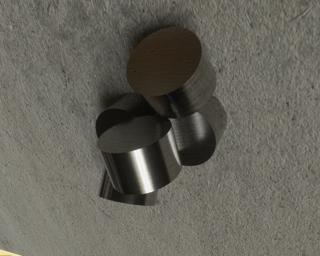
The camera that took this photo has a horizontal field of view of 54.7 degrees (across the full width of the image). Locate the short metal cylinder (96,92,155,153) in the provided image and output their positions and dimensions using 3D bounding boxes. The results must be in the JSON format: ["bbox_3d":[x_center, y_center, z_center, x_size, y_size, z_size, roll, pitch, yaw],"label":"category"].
[{"bbox_3d":[-0.037,-0.001,0.409,0.080,0.050,0.079,13,124,20],"label":"short metal cylinder"}]

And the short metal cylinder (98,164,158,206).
[{"bbox_3d":[-0.041,0.074,0.430,0.080,0.080,0.050,7,83,24],"label":"short metal cylinder"}]

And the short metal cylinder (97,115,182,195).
[{"bbox_3d":[-0.021,0.027,0.334,0.080,0.080,0.050,-1,118,28],"label":"short metal cylinder"}]

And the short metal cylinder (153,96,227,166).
[{"bbox_3d":[0.035,-0.001,0.371,0.080,0.050,0.079,13,124,20],"label":"short metal cylinder"}]

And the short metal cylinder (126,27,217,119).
[{"bbox_3d":[0.013,-0.056,0.321,0.080,0.080,0.050,1,157,27],"label":"short metal cylinder"}]
